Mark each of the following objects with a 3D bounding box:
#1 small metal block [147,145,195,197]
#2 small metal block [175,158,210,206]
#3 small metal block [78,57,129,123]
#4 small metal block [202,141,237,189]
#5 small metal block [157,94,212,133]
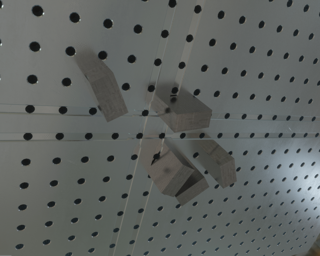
[{"bbox_3d":[0.014,0.061,0.443,0.025,0.050,0.050,28,103,-38],"label":"small metal block"},{"bbox_3d":[0.037,0.081,0.468,0.050,0.050,0.025,-34,129,-7],"label":"small metal block"},{"bbox_3d":[-0.062,-0.042,0.336,0.025,0.050,0.050,-27,128,-12],"label":"small metal block"},{"bbox_3d":[0.093,0.057,0.483,0.025,0.050,0.050,-26,128,-13],"label":"small metal block"},{"bbox_3d":[0.031,-0.020,0.401,0.050,0.050,0.025,-8,122,-25],"label":"small metal block"}]
